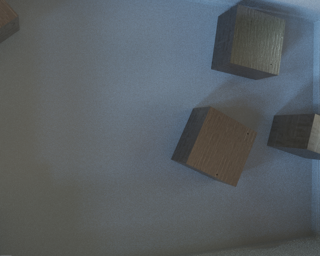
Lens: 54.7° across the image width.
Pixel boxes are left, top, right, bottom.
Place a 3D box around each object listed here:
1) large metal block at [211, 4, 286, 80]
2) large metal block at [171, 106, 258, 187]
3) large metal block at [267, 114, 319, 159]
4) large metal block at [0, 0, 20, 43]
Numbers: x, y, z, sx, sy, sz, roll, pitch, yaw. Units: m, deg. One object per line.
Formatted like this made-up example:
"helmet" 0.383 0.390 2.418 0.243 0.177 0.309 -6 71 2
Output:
"large metal block" 0.126 -0.119 0.445 0.081 0.050 0.080 9 87 -20
"large metal block" 0.074 0.025 0.426 0.080 0.050 0.080 27 81 -19
"large metal block" 0.225 0.015 0.467 0.081 0.080 0.050 17 84 -20
"large metal block" -0.207 -0.118 0.318 0.080 0.050 0.080 -44 106 -17
